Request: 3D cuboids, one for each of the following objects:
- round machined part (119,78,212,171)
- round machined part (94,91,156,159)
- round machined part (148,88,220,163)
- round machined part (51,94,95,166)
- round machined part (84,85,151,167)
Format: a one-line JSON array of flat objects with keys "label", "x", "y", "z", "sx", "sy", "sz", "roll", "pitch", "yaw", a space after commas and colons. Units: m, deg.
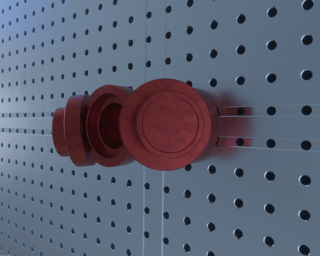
[{"label": "round machined part", "x": 0.007, "y": -0.004, "z": 0.324, "sx": 0.042, "sy": 0.099, "sz": 0.097, "roll": -179, "pitch": 89, "yaw": -80}, {"label": "round machined part", "x": -0.056, "y": -0.004, "z": 0.442, "sx": 0.098, "sy": 0.042, "sz": 0.097, "roll": 0, "pitch": 90, "yaw": 39}, {"label": "round machined part", "x": 0.020, "y": -0.003, "z": 0.380, "sx": 0.098, "sy": 0.042, "sz": 0.097, "roll": 0, "pitch": 90, "yaw": 39}, {"label": "round machined part", "x": -0.115, "y": 0.004, "z": 0.424, "sx": 0.042, "sy": 0.098, "sz": 0.097, "roll": -4, "pitch": 87, "yaw": 2}, {"label": "round machined part", "x": -0.049, "y": -0.003, "z": 0.381, "sx": 0.098, "sy": 0.042, "sz": 0.097, "roll": 0, "pitch": 90, "yaw": 39}]
